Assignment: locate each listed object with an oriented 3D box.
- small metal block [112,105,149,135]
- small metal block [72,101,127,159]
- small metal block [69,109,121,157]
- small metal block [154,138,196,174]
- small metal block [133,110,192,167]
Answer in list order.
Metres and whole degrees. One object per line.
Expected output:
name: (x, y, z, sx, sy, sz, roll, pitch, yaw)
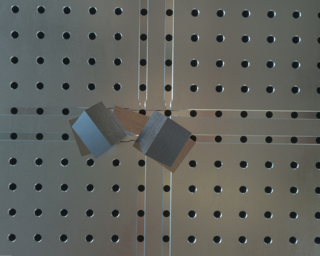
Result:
small metal block: (-0.035, -0.008, 0.400, 0.050, 0.050, 0.025, 19, 90, -1)
small metal block: (-0.074, 0.004, 0.372, 0.025, 0.050, 0.050, -37, 91, -39)
small metal block: (-0.086, 0.005, 0.412, 0.050, 0.025, 0.050, -19, 90, -1)
small metal block: (0.012, 0.024, 0.414, 0.050, 0.025, 0.050, 36, 90, -1)
small metal block: (0.004, 0.014, 0.374, 0.050, 0.025, 0.050, 32, 89, -45)
